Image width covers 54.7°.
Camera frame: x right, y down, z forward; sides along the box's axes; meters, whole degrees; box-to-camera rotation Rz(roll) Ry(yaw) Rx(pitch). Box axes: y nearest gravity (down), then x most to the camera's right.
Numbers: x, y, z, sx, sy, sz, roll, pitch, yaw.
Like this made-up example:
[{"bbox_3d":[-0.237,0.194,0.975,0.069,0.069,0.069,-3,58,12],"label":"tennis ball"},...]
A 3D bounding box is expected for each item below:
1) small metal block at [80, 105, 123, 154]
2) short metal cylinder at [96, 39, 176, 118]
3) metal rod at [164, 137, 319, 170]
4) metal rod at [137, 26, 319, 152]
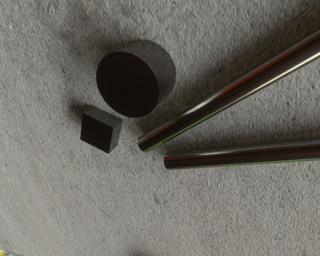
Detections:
[{"bbox_3d":[-0.086,0.003,0.452,0.050,0.025,0.050,25,127,12],"label":"small metal block"},{"bbox_3d":[-0.027,-0.059,0.367,0.080,0.050,0.079,13,124,20],"label":"short metal cylinder"},{"bbox_3d":[0.139,0.027,0.349,0.300,0.025,0.025,-9,114,31],"label":"metal rod"},{"bbox_3d":[0.080,-0.039,0.339,0.299,0.025,0.025,-31,101,37],"label":"metal rod"}]
